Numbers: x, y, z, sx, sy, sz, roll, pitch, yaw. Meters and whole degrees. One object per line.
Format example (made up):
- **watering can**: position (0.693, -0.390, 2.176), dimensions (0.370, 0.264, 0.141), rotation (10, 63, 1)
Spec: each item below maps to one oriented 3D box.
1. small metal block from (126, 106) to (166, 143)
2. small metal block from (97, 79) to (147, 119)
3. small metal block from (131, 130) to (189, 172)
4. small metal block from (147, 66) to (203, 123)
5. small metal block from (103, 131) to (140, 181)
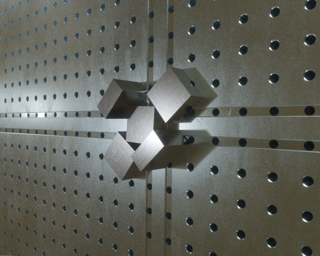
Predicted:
- **small metal block**: position (-0.019, -0.004, 0.425), dimensions (0.050, 0.025, 0.050), rotation (5, 92, 41)
- **small metal block**: position (-0.052, -0.040, 0.437), dimensions (0.025, 0.050, 0.050), rotation (51, 121, 27)
- **small metal block**: position (0.000, 0.028, 0.394), dimensions (0.050, 0.050, 0.025), rotation (-50, 60, 28)
- **small metal block**: position (0.018, -0.041, 0.396), dimensions (0.050, 0.025, 0.050), rotation (-48, 62, 30)
- **small metal block**: position (-0.050, 0.040, 0.451), dimensions (0.050, 0.025, 0.050), rotation (45, 117, 30)
